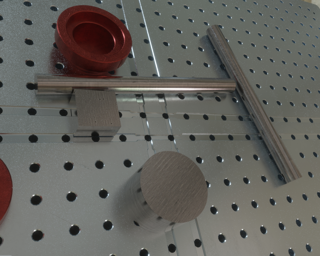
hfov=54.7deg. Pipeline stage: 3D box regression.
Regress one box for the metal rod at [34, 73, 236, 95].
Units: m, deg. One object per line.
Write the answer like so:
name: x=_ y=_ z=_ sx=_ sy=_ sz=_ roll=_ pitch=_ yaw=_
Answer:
metal rod: x=-0.014 y=-0.060 z=0.437 sx=0.303 sy=0.025 sz=0.025 roll=-4 pitch=64 yaw=-30

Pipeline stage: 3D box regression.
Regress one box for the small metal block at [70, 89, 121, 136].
small metal block: x=-0.079 y=-0.018 z=0.377 sx=0.050 sy=0.025 sz=0.050 roll=1 pitch=61 yaw=-28

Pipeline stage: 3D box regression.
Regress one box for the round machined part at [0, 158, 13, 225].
round machined part: x=-0.181 y=0.055 z=0.266 sx=0.099 sy=0.042 sz=0.098 roll=14 pitch=56 yaw=-21

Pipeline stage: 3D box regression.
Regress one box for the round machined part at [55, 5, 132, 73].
round machined part: x=-0.091 y=-0.114 z=0.418 sx=0.099 sy=0.042 sz=0.098 roll=14 pitch=56 yaw=-21

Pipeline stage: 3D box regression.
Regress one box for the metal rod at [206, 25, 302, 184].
metal rod: x=0.150 y=-0.051 z=0.519 sx=0.025 sy=0.025 sz=0.299 roll=-9 pitch=66 yaw=-32

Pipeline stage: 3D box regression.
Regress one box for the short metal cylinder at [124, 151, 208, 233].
short metal cylinder: x=0.006 y=0.073 z=0.351 sx=0.081 sy=0.050 sz=0.080 roll=13 pitch=56 yaw=-21
